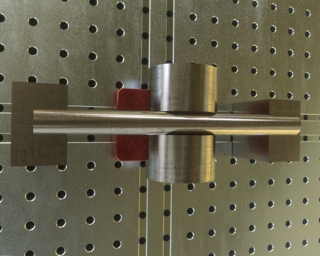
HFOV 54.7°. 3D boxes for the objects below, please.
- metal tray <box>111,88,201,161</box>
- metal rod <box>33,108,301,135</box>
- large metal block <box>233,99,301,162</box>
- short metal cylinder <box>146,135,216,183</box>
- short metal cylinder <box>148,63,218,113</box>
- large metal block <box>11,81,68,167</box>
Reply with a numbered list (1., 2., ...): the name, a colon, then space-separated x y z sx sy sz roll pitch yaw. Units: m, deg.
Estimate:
1. metal tray: 0.004 -0.003 0.411 0.131 0.030 0.089 1 90 -20
2. metal rod: 0.026 -0.005 0.336 0.302 0.025 0.025 1 90 -20
3. large metal block: 0.147 0.003 0.436 0.050 0.080 0.080 1 90 -20
4. short metal cylinder: 0.024 0.032 0.360 0.081 0.080 0.050 1 90 -20
5. short metal cylinder: 0.026 -0.043 0.361 0.081 0.080 0.050 1 90 -20
6. large metal block: -0.129 -0.004 0.335 0.050 0.080 0.080 1 90 -20
